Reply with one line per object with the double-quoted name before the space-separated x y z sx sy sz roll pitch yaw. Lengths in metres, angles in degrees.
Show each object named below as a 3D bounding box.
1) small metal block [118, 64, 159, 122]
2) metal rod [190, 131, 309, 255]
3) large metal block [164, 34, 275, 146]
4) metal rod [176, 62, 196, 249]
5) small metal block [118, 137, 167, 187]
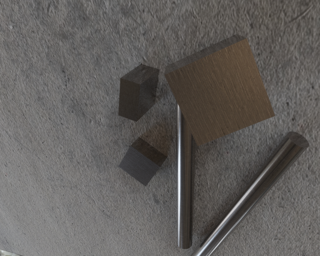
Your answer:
"small metal block" -0.026 -0.044 0.376 0.025 0.050 0.050 20 126 16
"metal rod" 0.103 0.120 0.426 0.025 0.025 0.298 30 128 8
"large metal block" 0.059 -0.039 0.316 0.080 0.050 0.080 -23 108 11
"metal rod" 0.035 0.057 0.422 0.025 0.025 0.298 11 123 21
"small metal block" -0.025 0.049 0.449 0.050 0.025 0.050 36 129 4
